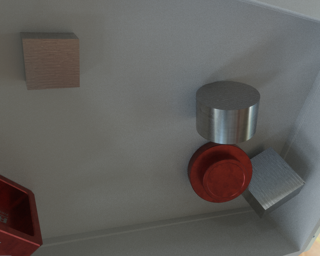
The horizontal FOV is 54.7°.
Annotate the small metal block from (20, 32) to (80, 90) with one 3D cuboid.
[{"bbox_3d":[-0.108,-0.067,0.309,0.050,0.025,0.050,-7,122,-25],"label":"small metal block"}]

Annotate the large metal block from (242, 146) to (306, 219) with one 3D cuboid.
[{"bbox_3d":[0.179,0.092,0.523,0.080,0.080,0.050,-30,148,-10],"label":"large metal block"}]

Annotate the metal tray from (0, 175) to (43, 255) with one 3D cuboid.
[{"bbox_3d":[-0.185,0.076,0.313,0.030,0.090,0.130,-44,130,2],"label":"metal tray"}]

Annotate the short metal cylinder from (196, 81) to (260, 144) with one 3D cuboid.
[{"bbox_3d":[0.088,-0.022,0.409,0.081,0.080,0.050,-17,126,-19],"label":"short metal cylinder"}]

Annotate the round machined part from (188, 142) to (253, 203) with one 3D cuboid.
[{"bbox_3d":[0.094,0.071,0.473,0.099,0.042,0.097,-2,106,-6],"label":"round machined part"}]
